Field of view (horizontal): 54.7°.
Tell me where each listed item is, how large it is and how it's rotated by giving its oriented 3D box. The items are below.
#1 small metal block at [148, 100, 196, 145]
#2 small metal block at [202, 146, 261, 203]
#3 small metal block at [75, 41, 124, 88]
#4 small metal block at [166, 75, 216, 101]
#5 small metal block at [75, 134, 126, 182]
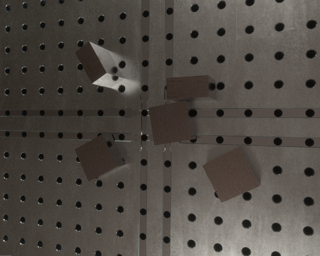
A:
[{"bbox_3d":[0.016,-0.006,0.406,0.050,0.025,0.050,-10,87,19],"label":"small metal block"},{"bbox_3d":[0.088,0.057,0.381,0.050,0.025,0.050,-29,81,17],"label":"small metal block"},{"bbox_3d":[-0.082,-0.086,0.427,0.025,0.050,0.050,-33,80,17],"label":"small metal block"},{"bbox_3d":[0.040,-0.048,0.385,0.050,0.050,0.025,-1,90,19],"label":"small metal block"},{"bbox_3d":[-0.085,0.041,0.441,0.050,0.025,0.050,-28,81,17],"label":"small metal block"}]
